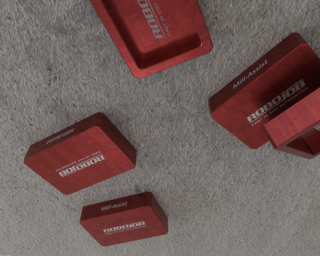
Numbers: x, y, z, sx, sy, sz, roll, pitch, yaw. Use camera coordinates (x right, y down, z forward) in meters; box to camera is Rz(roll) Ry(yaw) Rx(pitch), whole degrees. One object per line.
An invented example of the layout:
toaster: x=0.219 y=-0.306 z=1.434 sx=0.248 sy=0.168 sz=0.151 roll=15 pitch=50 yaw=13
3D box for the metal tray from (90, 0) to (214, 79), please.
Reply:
metal tray: x=-0.011 y=-0.120 z=0.301 sx=0.090 sy=0.030 sz=0.130 roll=-19 pitch=128 yaw=15

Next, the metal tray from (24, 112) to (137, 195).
metal tray: x=-0.110 y=0.041 z=0.437 sx=0.130 sy=0.030 sz=0.090 roll=-24 pitch=127 yaw=19

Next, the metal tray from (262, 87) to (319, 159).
metal tray: x=0.190 y=-0.003 z=0.366 sx=0.090 sy=0.030 sz=0.131 roll=-40 pitch=147 yaw=28

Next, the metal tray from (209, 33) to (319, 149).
metal tray: x=0.136 y=-0.038 z=0.373 sx=0.090 sy=0.030 sz=0.130 roll=35 pitch=122 yaw=-26

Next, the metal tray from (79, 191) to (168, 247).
metal tray: x=-0.061 y=0.162 z=0.541 sx=0.130 sy=0.030 sz=0.090 roll=-16 pitch=129 yaw=12
